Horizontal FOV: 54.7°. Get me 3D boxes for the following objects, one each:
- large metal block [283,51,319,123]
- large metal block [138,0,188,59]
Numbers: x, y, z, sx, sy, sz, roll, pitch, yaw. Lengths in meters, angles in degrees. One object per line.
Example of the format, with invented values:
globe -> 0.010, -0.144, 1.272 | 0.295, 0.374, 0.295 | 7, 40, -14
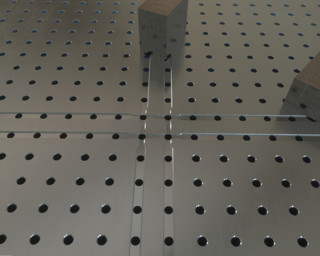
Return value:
large metal block -> 0.239, -0.054, 0.440 | 0.080, 0.050, 0.080 | 35, 58, 25
large metal block -> 0.006, -0.177, 0.521 | 0.050, 0.080, 0.080 | 22, 53, 17
